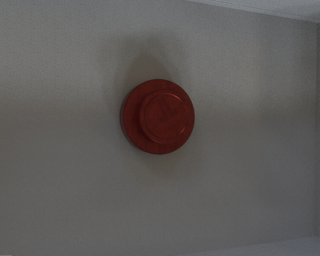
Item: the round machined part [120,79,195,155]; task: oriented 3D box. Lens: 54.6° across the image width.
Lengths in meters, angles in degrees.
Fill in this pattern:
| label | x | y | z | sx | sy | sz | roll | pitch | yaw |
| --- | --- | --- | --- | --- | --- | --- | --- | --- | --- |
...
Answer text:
| label | x | y | z | sx | sy | sz | roll | pitch | yaw |
| --- | --- | --- | --- | --- | --- | --- | --- | --- | --- |
| round machined part | 0.001 | -0.014 | 0.398 | 0.099 | 0.042 | 0.097 | 0 | 90 | -20 |
